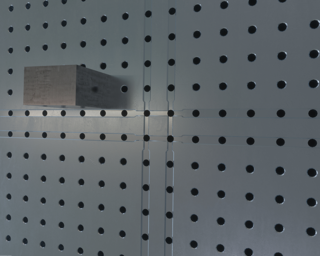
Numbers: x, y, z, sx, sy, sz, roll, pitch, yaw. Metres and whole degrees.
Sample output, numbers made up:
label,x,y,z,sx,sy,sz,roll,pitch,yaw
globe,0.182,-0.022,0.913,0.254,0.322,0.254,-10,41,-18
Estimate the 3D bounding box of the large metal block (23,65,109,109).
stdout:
label,x,y,z,sx,sy,sz,roll,pitch,yaw
large metal block,-0.126,-0.054,0.429,0.080,0.080,0.050,2,91,20
